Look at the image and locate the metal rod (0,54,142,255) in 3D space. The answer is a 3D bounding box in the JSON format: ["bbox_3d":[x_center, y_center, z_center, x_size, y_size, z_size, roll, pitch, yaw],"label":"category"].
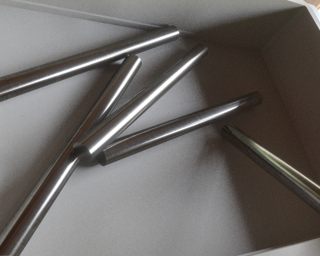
[{"bbox_3d":[-0.089,0.011,0.351,0.025,0.025,0.301,32,51,-8],"label":"metal rod"}]

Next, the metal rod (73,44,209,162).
[{"bbox_3d":[-0.004,-0.053,0.422,0.025,0.025,0.302,43,46,1],"label":"metal rod"}]

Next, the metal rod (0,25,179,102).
[{"bbox_3d":[-0.080,-0.097,0.422,0.302,0.025,0.025,-31,79,-38],"label":"metal rod"}]

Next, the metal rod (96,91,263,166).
[{"bbox_3d":[0.048,-0.009,0.439,0.302,0.025,0.025,-19,72,-36],"label":"metal rod"}]

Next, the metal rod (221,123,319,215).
[{"bbox_3d":[0.164,0.069,0.344,0.025,0.025,0.300,2,25,-28],"label":"metal rod"}]
